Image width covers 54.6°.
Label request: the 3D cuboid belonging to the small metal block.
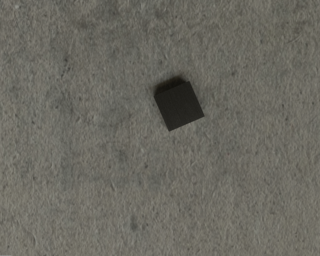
[{"bbox_3d":[0.025,-0.028,0.410,0.050,0.025,0.050,-23,90,0],"label":"small metal block"}]
